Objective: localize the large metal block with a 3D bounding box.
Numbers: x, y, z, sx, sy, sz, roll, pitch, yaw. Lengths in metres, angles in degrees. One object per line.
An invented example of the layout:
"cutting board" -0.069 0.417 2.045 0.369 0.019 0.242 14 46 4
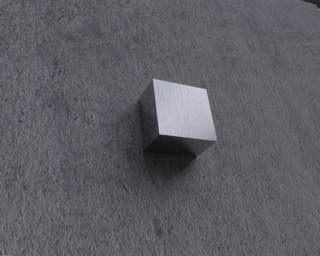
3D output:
"large metal block" 0.021 -0.011 0.409 0.081 0.050 0.080 8 58 -25
